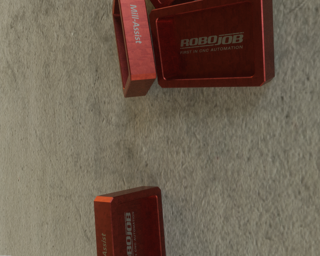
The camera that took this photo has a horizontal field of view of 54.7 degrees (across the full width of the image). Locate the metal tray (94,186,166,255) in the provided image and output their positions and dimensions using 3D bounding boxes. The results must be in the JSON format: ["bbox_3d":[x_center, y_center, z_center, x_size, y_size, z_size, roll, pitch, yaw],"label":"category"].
[{"bbox_3d":[-0.034,0.144,0.388,0.030,0.091,0.129,-7,85,39],"label":"metal tray"}]

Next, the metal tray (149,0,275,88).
[{"bbox_3d":[0.053,-0.091,0.337,0.130,0.030,0.089,5,110,37],"label":"metal tray"}]

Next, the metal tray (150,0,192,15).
[{"bbox_3d":[0.031,-0.211,0.374,0.129,0.030,0.090,-43,64,31],"label":"metal tray"}]

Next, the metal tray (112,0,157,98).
[{"bbox_3d":[-0.036,-0.112,0.397,0.090,0.030,0.129,142,120,-76],"label":"metal tray"}]
